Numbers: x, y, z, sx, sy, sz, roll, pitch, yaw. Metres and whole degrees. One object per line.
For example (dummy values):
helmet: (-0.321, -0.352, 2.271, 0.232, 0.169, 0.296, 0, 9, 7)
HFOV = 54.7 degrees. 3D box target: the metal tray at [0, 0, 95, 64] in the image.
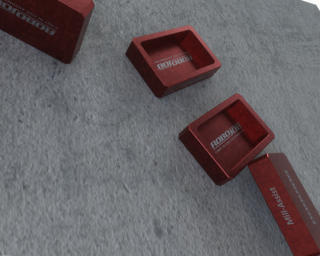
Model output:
metal tray: (-0.153, -0.142, 0.367, 0.131, 0.090, 0.030, 28, 52, -12)

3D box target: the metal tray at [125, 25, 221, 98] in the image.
metal tray: (0.024, -0.107, 0.480, 0.131, 0.030, 0.090, -27, 77, -37)

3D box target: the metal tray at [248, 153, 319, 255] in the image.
metal tray: (0.174, 0.098, 0.415, 0.091, 0.030, 0.130, 5, 56, -55)

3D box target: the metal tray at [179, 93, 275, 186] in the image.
metal tray: (0.100, 0.012, 0.449, 0.131, 0.030, 0.090, -32, 80, -38)
